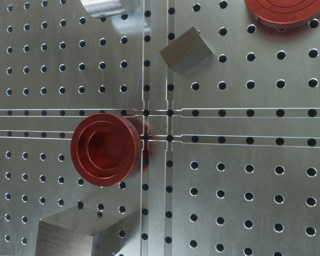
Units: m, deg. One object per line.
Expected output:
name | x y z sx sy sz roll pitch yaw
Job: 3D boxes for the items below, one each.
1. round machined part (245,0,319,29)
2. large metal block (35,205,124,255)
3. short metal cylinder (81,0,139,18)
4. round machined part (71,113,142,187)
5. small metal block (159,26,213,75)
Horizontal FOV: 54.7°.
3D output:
round machined part | 0.146 -0.161 0.352 0.098 0.042 0.097 0 90 20
large metal block | -0.106 0.148 0.421 0.080 0.080 0.050 9 93 20
short metal cylinder | -0.067 -0.189 0.407 0.050 0.080 0.080 -1 90 20
round machined part | -0.070 0.029 0.428 0.098 0.042 0.097 0 90 20
small metal block | 0.034 -0.094 0.387 0.050 0.050 0.025 -34 79 17
